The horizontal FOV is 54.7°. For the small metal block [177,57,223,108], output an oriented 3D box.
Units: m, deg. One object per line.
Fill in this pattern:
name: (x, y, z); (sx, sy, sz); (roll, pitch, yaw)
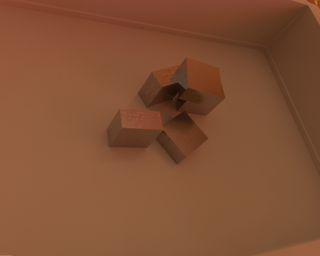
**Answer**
small metal block: (0.052, -0.059, 0.405); (0.050, 0.025, 0.050); (13, 57, -21)

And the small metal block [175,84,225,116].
small metal block: (0.057, -0.044, 0.446); (0.050, 0.050, 0.025); (7, 59, -25)

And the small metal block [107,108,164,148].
small metal block: (-0.031, 0.002, 0.372); (0.050, 0.050, 0.025); (3, 61, -27)

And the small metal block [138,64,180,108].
small metal block: (0.005, -0.058, 0.427); (0.050, 0.050, 0.025); (-22, 74, -36)

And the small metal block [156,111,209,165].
small metal block: (0.028, 0.012, 0.413); (0.050, 0.025, 0.050); (-35, 81, -38)
